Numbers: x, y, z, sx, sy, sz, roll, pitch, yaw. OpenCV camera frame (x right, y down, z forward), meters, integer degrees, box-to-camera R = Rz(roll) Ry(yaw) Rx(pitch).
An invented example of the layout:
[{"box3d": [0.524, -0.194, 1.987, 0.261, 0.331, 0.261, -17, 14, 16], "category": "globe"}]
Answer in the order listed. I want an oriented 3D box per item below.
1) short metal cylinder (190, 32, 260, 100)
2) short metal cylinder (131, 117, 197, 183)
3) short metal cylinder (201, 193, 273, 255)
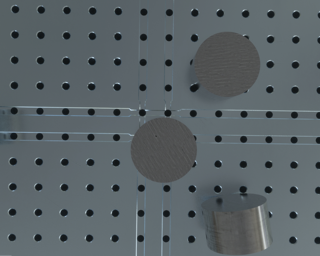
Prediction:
[{"box3d": [0.082, -0.078, 0.402, 0.081, 0.050, 0.079, 0, 90, -1], "category": "short metal cylinder"}, {"box3d": [0.005, 0.027, 0.401, 0.081, 0.050, 0.079, 0, 90, -1], "category": "short metal cylinder"}, {"box3d": [0.095, 0.117, 0.387, 0.081, 0.080, 0.050, -9, 90, 0], "category": "short metal cylinder"}]
